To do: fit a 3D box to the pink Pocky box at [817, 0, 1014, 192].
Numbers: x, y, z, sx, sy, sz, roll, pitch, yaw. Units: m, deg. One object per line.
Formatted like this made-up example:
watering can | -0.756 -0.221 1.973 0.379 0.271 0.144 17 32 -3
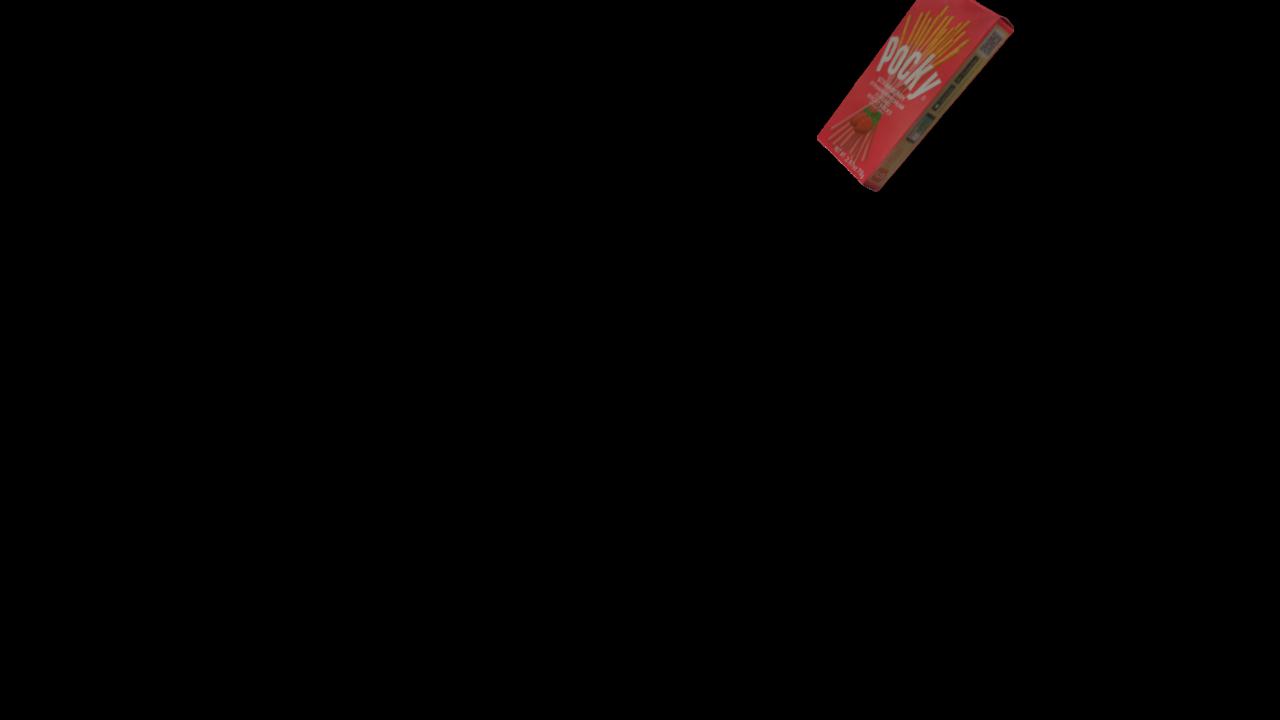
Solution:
pink Pocky box | 0.228 -0.234 0.531 0.029 0.084 0.155 7 -47 -36
